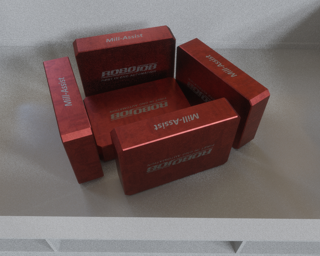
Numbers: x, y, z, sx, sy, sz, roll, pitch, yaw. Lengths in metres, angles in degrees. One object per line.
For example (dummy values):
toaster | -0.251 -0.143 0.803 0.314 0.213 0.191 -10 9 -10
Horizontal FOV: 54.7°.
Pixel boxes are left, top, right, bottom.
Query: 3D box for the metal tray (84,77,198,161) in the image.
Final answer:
metal tray | -0.027 -0.016 0.411 0.131 0.030 0.090 -15 52 -13

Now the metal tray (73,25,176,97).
metal tray | -0.046 -0.088 0.433 0.131 0.089 0.030 -12 51 -11

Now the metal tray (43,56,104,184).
metal tray | -0.103 -0.011 0.368 0.030 0.089 0.130 -17 52 -14

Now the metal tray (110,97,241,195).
metal tray | 0.017 0.022 0.342 0.131 0.089 0.030 -16 52 -14

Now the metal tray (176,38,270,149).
metal tray | 0.072 -0.045 0.400 0.030 0.089 0.130 -30 56 -22
